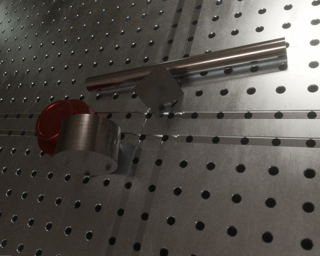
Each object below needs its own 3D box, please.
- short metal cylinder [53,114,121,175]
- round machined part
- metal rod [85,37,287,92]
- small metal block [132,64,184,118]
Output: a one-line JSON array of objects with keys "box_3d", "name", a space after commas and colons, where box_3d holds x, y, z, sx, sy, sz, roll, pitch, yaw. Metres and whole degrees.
[{"box_3d": [-0.093, 0.024, 0.406, 0.080, 0.080, 0.050, -11, 57, 22], "name": "short metal cylinder"}, {"box_3d": [-0.150, -0.004, 0.476, 0.098, 0.042, 0.098, -13, 56, 20], "name": "round machined part"}, {"box_3d": [0.021, -0.086, 0.448, 0.301, 0.025, 0.025, -6, 59, 24], "name": "metal rod"}, {"box_3d": [-0.002, -0.050, 0.422, 0.050, 0.050, 0.025, -44, 51, -2], "name": "small metal block"}]
